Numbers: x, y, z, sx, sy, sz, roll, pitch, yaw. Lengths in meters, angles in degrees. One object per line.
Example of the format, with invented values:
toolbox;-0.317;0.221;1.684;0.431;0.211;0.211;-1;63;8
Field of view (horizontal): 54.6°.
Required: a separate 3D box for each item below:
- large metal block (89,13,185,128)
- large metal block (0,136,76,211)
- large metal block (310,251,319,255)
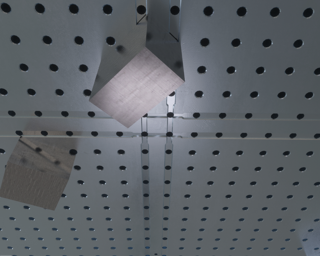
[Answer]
large metal block;-0.023;-0.060;0.324;0.080;0.080;0.050;-37;121;27
large metal block;-0.178;0.068;0.451;0.080;0.050;0.080;20;127;-17
large metal block;0.372;0.284;0.640;0.080;0.050;0.080;24;126;-19
